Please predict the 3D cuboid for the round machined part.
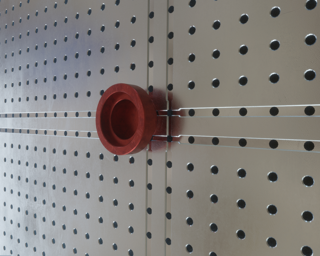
[{"bbox_3d":[-0.043,-0.012,0.435,0.098,0.042,0.097,0,90,40],"label":"round machined part"}]
